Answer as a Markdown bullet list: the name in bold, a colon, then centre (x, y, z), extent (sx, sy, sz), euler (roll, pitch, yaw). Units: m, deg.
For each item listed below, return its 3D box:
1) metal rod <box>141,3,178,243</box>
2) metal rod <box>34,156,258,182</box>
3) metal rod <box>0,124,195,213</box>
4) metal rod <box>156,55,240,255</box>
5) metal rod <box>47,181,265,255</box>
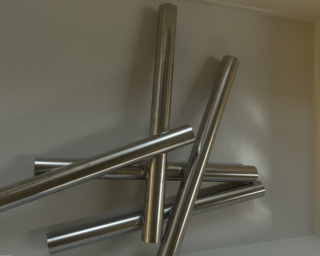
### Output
- **metal rod**: centre (0.000, -0.012, 0.392), extent (0.025, 0.025, 0.298), euler (7, 81, -20)
- **metal rod**: centre (-0.003, 0.057, 0.409), extent (0.302, 0.025, 0.025), euler (5, 89, -20)
- **metal rod**: centre (-0.101, 0.054, 0.345), extent (0.302, 0.025, 0.025), euler (-19, 97, -14)
- **metal rod**: centre (0.053, 0.037, 0.409), extent (0.025, 0.025, 0.299), euler (26, 73, -19)
- **metal rod**: centre (0.010, 0.114, 0.414), extent (0.303, 0.025, 0.025), euler (-9, 93, -20)
